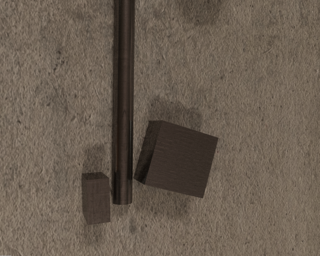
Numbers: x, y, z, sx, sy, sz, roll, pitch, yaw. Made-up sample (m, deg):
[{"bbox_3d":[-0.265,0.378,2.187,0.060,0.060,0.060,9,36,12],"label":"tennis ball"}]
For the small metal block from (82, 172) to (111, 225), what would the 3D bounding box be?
[{"bbox_3d":[-0.077,0.082,0.368,0.025,0.050,0.050,-2,91,-20],"label":"small metal block"}]

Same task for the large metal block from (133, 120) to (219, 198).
[{"bbox_3d":[0.020,0.040,0.404,0.081,0.050,0.080,17,84,-20],"label":"large metal block"}]

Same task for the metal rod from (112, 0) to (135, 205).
[{"bbox_3d":[-0.046,-0.055,0.392,0.025,0.025,0.298,1,90,-20],"label":"metal rod"}]
